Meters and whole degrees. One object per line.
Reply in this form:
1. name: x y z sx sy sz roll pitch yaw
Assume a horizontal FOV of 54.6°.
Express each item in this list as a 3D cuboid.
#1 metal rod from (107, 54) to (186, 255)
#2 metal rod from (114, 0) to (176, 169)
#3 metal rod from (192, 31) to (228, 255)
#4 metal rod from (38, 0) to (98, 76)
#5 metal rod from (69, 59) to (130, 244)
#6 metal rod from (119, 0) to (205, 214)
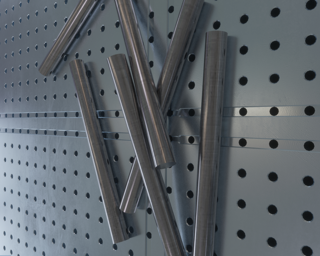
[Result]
1. metal rod: -0.013 0.051 0.395 0.025 0.025 0.299 -20 85 38
2. metal rod: -0.029 -0.091 0.409 0.025 0.025 0.299 -31 63 36
3. metal rod: 0.057 0.040 0.363 0.025 0.025 0.298 5 93 40
4. metal rod: -0.128 -0.197 0.516 0.299 0.025 0.025 -44 64 31
5. metal rod: -0.099 0.028 0.492 0.025 0.025 0.299 -28 73 37
6. metal rod: -0.002 -0.021 0.412 0.025 0.025 0.298 29 108 36
